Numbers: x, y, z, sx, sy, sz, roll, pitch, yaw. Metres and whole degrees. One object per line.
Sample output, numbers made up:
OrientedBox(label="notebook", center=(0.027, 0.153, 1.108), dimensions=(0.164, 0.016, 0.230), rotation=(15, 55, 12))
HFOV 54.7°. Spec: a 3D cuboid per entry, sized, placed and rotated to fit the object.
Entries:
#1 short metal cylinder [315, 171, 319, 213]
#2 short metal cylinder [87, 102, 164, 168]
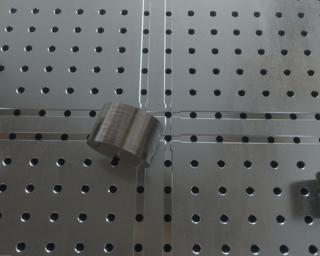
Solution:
OrientedBox(label="short metal cylinder", center=(0.227, 0.077, 0.357), dimensions=(0.081, 0.080, 0.050), rotation=(3, 70, 1))
OrientedBox(label="short metal cylinder", center=(-0.042, 0.010, 0.378), dimensions=(0.080, 0.080, 0.050), rotation=(18, 71, 6))
